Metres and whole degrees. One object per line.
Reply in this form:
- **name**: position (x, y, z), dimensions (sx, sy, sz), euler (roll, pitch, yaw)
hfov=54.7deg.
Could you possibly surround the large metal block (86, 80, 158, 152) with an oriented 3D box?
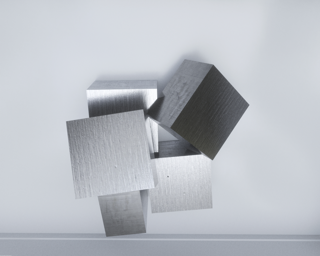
- **large metal block**: position (-0.043, -0.016, 0.390), dimensions (0.081, 0.050, 0.079), euler (-1, 110, 0)

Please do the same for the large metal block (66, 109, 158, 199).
- **large metal block**: position (-0.049, 0.028, 0.337), dimensions (0.080, 0.050, 0.080), euler (-9, 85, 3)

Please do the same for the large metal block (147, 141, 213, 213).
- **large metal block**: position (0.025, 0.064, 0.418), dimensions (0.080, 0.050, 0.079), euler (-5, 110, 1)

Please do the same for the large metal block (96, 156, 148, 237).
- **large metal block**: position (-0.047, 0.083, 0.410), dimensions (0.050, 0.080, 0.079), euler (-6, 110, 2)

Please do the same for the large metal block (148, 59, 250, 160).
- **large metal block**: position (0.045, -0.021, 0.362), dimensions (0.080, 0.050, 0.080), euler (37, 85, -37)
